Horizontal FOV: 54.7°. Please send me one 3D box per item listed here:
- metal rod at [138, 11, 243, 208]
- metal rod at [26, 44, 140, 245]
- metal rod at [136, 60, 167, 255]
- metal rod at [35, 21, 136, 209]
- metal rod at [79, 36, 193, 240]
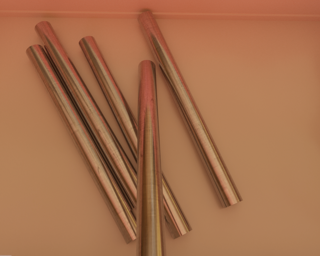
[{"bbox_3d":[0.033,-0.038,0.423,0.025,0.025,0.299,-21,71,-7],"label":"metal rod"},{"bbox_3d":[-0.105,0.009,0.405,0.025,0.025,0.299,-29,73,-10],"label":"metal rod"},{"bbox_3d":[-0.012,0.020,0.338,0.025,0.025,0.300,-3,46,-1],"label":"metal rod"},{"bbox_3d":[-0.098,-0.030,0.419,0.025,0.025,0.299,-29,73,-10],"label":"metal rod"},{"bbox_3d":[-0.040,-0.001,0.409,0.025,0.025,0.299,-25,72,-9],"label":"metal rod"}]
